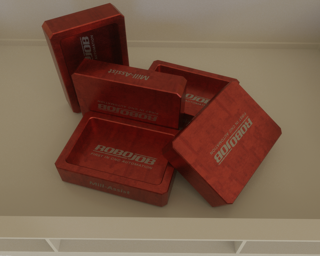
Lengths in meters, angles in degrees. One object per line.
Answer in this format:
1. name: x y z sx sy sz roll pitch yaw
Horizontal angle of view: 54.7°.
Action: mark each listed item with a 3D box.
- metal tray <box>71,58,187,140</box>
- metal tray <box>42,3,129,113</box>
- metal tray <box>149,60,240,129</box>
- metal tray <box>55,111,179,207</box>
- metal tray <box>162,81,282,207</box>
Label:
1. metal tray: -0.036 -0.032 0.386 0.131 0.089 0.030 12 51 9
2. metal tray: -0.088 -0.086 0.405 0.091 0.129 0.030 -24 55 -19
3. metal tray: 0.037 -0.045 0.438 0.130 0.030 0.090 16 52 13
4. metal tray: -0.044 0.033 0.370 0.131 0.030 0.090 12 51 10
5. metal tray: 0.076 0.015 0.362 0.090 0.030 0.131 47 60 -1
